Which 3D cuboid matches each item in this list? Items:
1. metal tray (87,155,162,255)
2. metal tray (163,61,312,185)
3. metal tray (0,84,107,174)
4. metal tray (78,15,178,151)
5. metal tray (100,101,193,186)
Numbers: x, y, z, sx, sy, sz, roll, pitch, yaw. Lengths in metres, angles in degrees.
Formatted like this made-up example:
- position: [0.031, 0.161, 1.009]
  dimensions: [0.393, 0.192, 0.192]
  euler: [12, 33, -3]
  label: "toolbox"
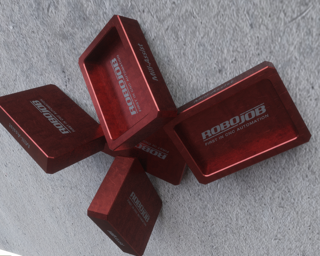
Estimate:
- position: [-0.042, 0.110, 0.430]
  dimensions: [0.030, 0.090, 0.130]
  euler: [6, 142, 26]
  label: "metal tray"
- position: [0.081, -0.002, 0.339]
  dimensions: [0.130, 0.030, 0.090]
  euler: [-28, 104, 22]
  label: "metal tray"
- position: [-0.147, -0.005, 0.419]
  dimensions: [0.130, 0.091, 0.030]
  euler: [39, 131, 23]
  label: "metal tray"
- position: [-0.042, -0.050, 0.357]
  dimensions: [0.090, 0.030, 0.130]
  euler: [-36, 70, 38]
  label: "metal tray"
- position: [-0.019, 0.014, 0.422]
  dimensions: [0.130, 0.030, 0.089]
  euler: [23, 127, 13]
  label: "metal tray"
